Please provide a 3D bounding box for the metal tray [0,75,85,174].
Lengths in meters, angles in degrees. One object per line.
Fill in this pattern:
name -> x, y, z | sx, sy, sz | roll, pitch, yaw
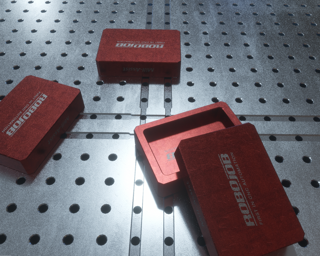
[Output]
metal tray -> -0.173, -0.010, 0.411 | 0.090, 0.030, 0.130 | 17, 52, 13

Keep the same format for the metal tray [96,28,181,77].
metal tray -> -0.032, -0.125, 0.509 | 0.131, 0.030, 0.090 | 1, 50, 0

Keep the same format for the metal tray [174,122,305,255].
metal tray -> 0.078, 0.066, 0.324 | 0.091, 0.030, 0.130 | -14, 69, -13

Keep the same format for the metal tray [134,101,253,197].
metal tray -> 0.043, 0.022, 0.386 | 0.131, 0.030, 0.090 | -17, 52, -14
